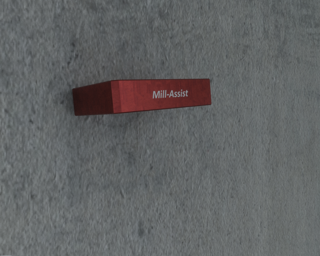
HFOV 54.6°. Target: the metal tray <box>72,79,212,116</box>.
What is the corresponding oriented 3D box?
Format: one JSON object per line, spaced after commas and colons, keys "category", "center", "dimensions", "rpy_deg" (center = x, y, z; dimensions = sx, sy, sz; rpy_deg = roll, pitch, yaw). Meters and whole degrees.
{"category": "metal tray", "center": [-0.018, -0.035, 0.346], "dimensions": [0.131, 0.090, 0.030], "rpy_deg": [-8, 96, -40]}
